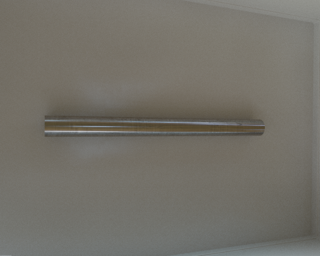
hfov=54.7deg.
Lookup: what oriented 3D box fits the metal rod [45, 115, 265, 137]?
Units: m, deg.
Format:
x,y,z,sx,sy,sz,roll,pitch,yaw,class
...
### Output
x,y,z,sx,sy,sz,roll,pitch,yaw,class
0.008,-0.001,0.412,0.303,0.025,0.025,0,90,-21,metal rod
